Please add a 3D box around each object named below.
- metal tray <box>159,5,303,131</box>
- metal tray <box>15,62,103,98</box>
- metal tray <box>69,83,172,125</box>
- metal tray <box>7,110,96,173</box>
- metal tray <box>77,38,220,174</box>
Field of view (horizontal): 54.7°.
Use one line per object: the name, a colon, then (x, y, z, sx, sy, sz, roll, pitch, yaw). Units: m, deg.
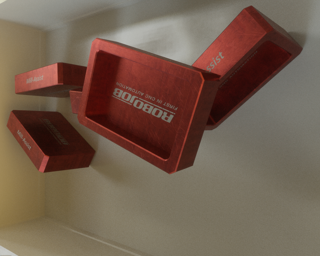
metal tray: (0.067, -0.048, 0.307, 0.129, 0.091, 0.030, -46, 63, 30)
metal tray: (-0.155, -0.072, 0.489, 0.130, 0.091, 0.030, -3, 89, 39)
metal tray: (-0.039, -0.036, 0.391, 0.130, 0.091, 0.030, 11, 112, 39)
metal tray: (-0.179, 0.018, 0.509, 0.130, 0.091, 0.030, 40, 114, 32)
metal tray: (-0.018, -0.025, 0.293, 0.130, 0.030, 0.089, 26, 109, 31)
